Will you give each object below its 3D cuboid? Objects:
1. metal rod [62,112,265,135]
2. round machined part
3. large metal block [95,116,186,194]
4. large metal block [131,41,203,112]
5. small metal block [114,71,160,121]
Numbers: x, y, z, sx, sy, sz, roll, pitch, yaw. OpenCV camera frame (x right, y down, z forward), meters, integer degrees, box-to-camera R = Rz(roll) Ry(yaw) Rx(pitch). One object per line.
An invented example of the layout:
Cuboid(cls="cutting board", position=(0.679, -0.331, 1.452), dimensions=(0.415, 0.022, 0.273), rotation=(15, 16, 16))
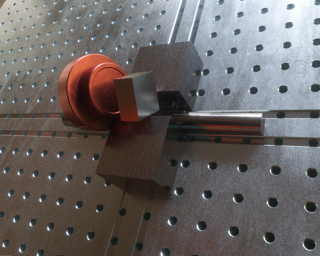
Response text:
Cuboid(cls="metal rod", position=(-0.015, -0.010, 0.422), dimensions=(0.300, 0.025, 0.025), rotation=(2, 63, 29))
Cuboid(cls="round machined part", position=(-0.073, -0.045, 0.390), dimensions=(0.042, 0.098, 0.098), rotation=(-4, 59, 43))
Cuboid(cls="large metal block", position=(-0.022, 0.031, 0.385), dimensions=(0.080, 0.050, 0.080), rotation=(1, 62, 29))
Cuboid(cls="large metal block", position=(0.008, -0.069, 0.431), dimensions=(0.080, 0.050, 0.080), rotation=(1, 62, 28))
Cuboid(cls="small metal block", position=(-0.027, -0.039, 0.374), dimensions=(0.025, 0.050, 0.050), rotation=(1, 18, 29))
